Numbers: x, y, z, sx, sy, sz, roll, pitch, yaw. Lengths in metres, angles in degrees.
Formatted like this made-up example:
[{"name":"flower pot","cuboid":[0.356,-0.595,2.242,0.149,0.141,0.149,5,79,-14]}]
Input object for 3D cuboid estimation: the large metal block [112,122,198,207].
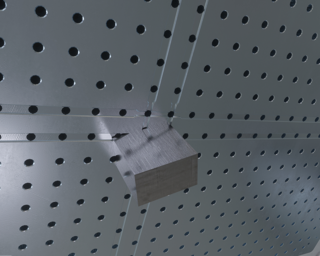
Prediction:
[{"name":"large metal block","cuboid":[-0.007,0.043,0.397,0.081,0.080,0.050,-16,125,-19]}]
